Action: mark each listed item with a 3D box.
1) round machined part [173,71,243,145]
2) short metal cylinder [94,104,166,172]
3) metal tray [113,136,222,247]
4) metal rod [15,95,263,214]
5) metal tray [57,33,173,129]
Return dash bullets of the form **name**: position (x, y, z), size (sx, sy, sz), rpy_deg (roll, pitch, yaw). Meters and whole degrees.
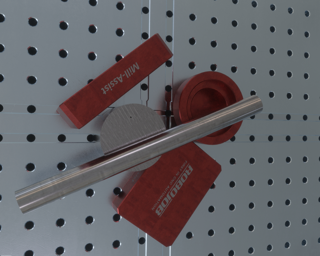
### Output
- **round machined part**: position (0.063, -0.026, 0.427), size (0.099, 0.042, 0.097), rpy_deg (0, 90, -20)
- **short metal cylinder**: position (-0.038, 0.011, 0.386), size (0.081, 0.050, 0.079), rpy_deg (0, 90, -20)
- **metal tray**: position (0.012, 0.078, 0.415), size (0.090, 0.030, 0.130), rpy_deg (40, 77, -16)
- **metal rod**: position (-0.007, 0.021, 0.357), size (0.302, 0.025, 0.025), rpy_deg (-22, 98, -19)
- **metal tray**: position (-0.055, -0.051, 0.357), size (0.130, 0.090, 0.030), rpy_deg (-41, 103, -15)
